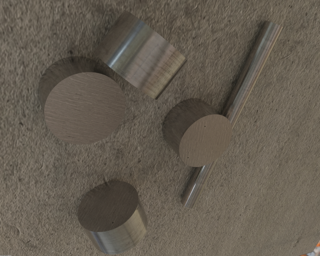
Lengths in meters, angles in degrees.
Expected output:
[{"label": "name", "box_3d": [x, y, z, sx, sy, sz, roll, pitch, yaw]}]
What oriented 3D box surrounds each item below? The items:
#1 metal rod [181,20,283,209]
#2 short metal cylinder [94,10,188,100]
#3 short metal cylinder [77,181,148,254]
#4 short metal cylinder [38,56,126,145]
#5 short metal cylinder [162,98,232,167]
[{"label": "metal rod", "box_3d": [0.097, -0.006, 0.456, 0.025, 0.025, 0.298, 8, 114, -32]}, {"label": "short metal cylinder", "box_3d": [-0.019, -0.073, 0.316, 0.080, 0.080, 0.050, 32, 101, -38]}, {"label": "short metal cylinder", "box_3d": [-0.061, 0.117, 0.410, 0.080, 0.080, 0.050, -25, 128, -13]}, {"label": "short metal cylinder", "box_3d": [-0.083, -0.029, 0.327, 0.081, 0.050, 0.079, -14, 124, -21]}, {"label": "short metal cylinder", "box_3d": [0.050, 0.006, 0.422, 0.081, 0.050, 0.079, -14, 124, -21]}]
